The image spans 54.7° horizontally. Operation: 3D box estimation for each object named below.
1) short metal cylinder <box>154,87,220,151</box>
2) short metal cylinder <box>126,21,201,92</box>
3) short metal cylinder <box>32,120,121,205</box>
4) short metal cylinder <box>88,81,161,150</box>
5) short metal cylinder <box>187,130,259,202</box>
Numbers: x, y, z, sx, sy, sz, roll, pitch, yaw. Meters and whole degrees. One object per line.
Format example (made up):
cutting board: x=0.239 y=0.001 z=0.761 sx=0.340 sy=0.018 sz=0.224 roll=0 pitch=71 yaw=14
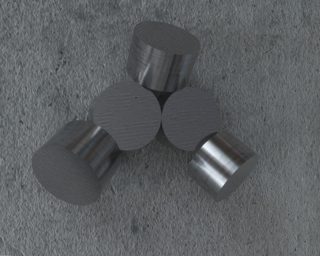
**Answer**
short metal cylinder: x=0.031 y=-0.011 z=0.408 sx=0.081 sy=0.050 sz=0.080 roll=0 pitch=90 yaw=-20
short metal cylinder: x=0.003 y=-0.088 z=0.376 sx=0.081 sy=0.080 sz=0.050 roll=2 pitch=132 yaw=-20
short metal cylinder: x=-0.090 y=0.038 z=0.341 sx=0.080 sy=0.080 sz=0.050 roll=48 pitch=35 yaw=-14
short metal cylinder: x=-0.045 y=-0.014 z=0.380 sx=0.081 sy=0.050 sz=0.080 roll=0 pitch=90 yaw=-20
short metal cylinder: x=0.082 y=0.050 z=0.405 sx=0.080 sy=0.080 sz=0.050 roll=-39 pitch=61 yaw=-16
